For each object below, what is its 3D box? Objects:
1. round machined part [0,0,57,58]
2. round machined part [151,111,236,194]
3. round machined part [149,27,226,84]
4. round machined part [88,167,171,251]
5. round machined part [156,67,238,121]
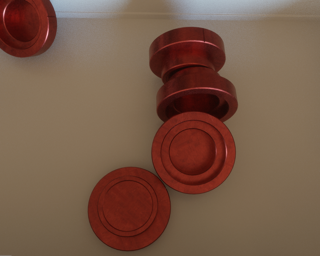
[{"bbox_3d":[-0.188,-0.151,0.436,0.098,0.042,0.097,4,108,14],"label":"round machined part"},{"bbox_3d":[0.039,0.028,0.380,0.099,0.042,0.097,0,91,-1],"label":"round machined part"},{"bbox_3d":[0.036,-0.082,0.401,0.099,0.098,0.042,-2,69,-1],"label":"round machined part"},{"bbox_3d":[-0.036,0.093,0.366,0.099,0.042,0.098,0,70,-1],"label":"round machined part"},{"bbox_3d":[0.045,-0.039,0.387,0.099,0.098,0.042,-1,63,-1],"label":"round machined part"}]
